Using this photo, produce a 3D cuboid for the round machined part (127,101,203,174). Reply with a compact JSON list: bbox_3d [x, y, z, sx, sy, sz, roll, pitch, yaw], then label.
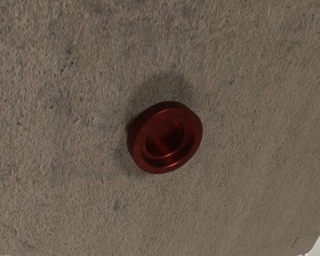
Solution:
[{"bbox_3d":[0.003,0.009,0.404,0.099,0.042,0.097,-14,125,-21],"label":"round machined part"}]
